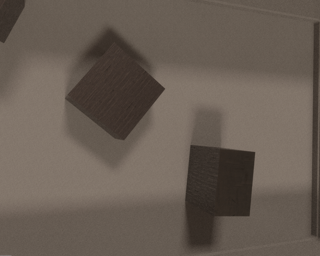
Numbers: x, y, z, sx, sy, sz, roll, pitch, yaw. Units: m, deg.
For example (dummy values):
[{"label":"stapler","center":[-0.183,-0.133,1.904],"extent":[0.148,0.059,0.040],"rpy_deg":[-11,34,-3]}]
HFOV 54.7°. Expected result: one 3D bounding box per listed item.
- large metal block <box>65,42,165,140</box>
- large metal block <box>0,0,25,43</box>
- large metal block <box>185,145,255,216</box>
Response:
[{"label":"large metal block","center":[-0.055,-0.042,0.377],"extent":[0.080,0.050,0.080],"rpy_deg":[41,77,-16]},{"label":"large metal block","center":[-0.190,-0.137,0.311],"extent":[0.080,0.080,0.050],"rpy_deg":[27,81,-19]},{"label":"large metal block","center":[0.077,0.066,0.411],"extent":[0.050,0.080,0.080],"rpy_deg":[6,88,-20]}]
